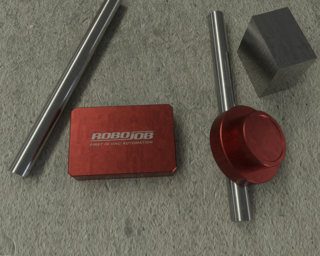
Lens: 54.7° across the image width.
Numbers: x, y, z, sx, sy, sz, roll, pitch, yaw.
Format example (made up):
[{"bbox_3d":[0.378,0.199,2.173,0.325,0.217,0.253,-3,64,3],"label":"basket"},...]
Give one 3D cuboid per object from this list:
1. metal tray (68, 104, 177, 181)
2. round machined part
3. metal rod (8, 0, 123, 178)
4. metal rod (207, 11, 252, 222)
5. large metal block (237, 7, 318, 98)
[{"bbox_3d":[-0.047,0.018,0.398,0.131,0.030,0.090,-2,70,-2],"label":"metal tray"},{"bbox_3d":[0.112,0.017,0.372,0.099,0.042,0.098,12,66,-28],"label":"round machined part"},{"bbox_3d":[-0.123,-0.073,0.433,0.025,0.025,0.300,20,71,7],"label":"metal rod"},{"bbox_3d":[0.091,-0.029,0.419,0.025,0.025,0.299,-2,70,-1],"label":"metal rod"},{"bbox_3d":[0.152,-0.099,0.417,0.050,0.080,0.080,-17,71,-6],"label":"large metal block"}]
